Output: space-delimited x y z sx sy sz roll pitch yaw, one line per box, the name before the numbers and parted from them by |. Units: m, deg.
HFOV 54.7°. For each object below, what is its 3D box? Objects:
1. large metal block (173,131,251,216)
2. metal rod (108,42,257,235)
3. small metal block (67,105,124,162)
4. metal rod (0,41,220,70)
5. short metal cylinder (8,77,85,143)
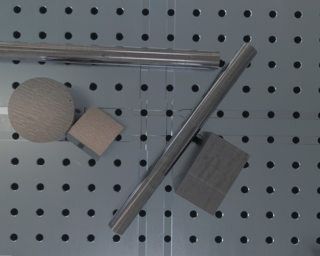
large metal block | 0.059 0.051 0.386 0.050 0.080 0.080 32 90 0
metal rod | 0.030 0.014 0.413 0.025 0.025 0.299 37 90 0
small metal block | -0.084 0.007 0.402 0.050 0.025 0.050 37 61 0
metal rod | -0.073 -0.097 0.412 0.302 0.025 0.025 3 90 0
short metal cylinder | -0.144 -0.022 0.400 0.081 0.050 0.079 0 90 0
